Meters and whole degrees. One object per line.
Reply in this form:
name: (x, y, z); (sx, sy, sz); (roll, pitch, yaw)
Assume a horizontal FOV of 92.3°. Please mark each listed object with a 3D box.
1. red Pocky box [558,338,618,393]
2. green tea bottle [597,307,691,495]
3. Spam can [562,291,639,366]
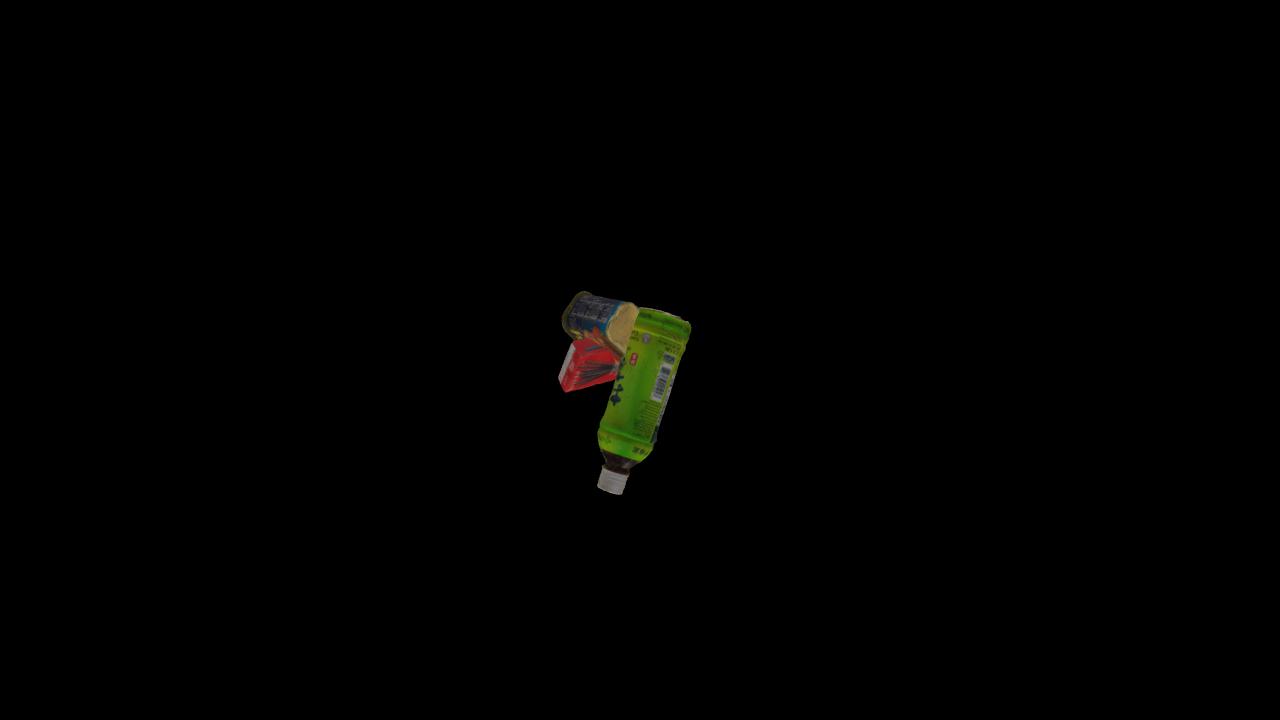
red Pocky box: (-0.020, -0.007, 0.761); (0.155, 0.028, 0.083); (-14, -27, -29)
green tea bottle: (-0.003, 0.048, 0.704); (0.073, 0.212, 0.073); (17, -5, 2)
Spam can: (-0.029, -0.031, 0.731); (0.085, 0.058, 0.101); (15, -23, 44)
